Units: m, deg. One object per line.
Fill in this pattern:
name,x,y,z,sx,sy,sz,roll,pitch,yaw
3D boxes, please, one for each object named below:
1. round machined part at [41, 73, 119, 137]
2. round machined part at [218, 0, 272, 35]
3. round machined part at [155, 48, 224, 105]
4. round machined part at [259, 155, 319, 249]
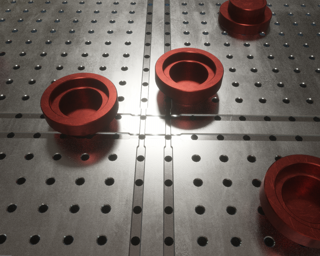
round machined part,-0.105,-0.027,0.418,0.099,0.042,0.098,0,50,0
round machined part,0.162,-0.222,0.585,0.099,0.042,0.098,0,50,0
round machined part,0.042,-0.073,0.458,0.099,0.042,0.098,0,50,0
round machined part,0.156,0.080,0.332,0.099,0.042,0.098,0,50,0
